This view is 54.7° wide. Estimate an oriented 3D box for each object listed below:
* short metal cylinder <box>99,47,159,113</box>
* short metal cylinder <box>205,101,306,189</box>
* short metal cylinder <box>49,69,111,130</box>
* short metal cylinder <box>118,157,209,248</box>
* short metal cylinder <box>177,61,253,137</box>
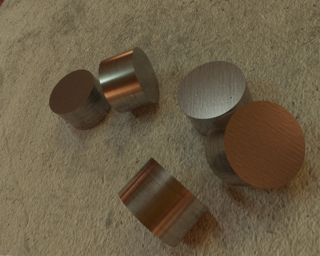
[{"bbox_3d":[-0.041,-0.065,0.430,0.050,0.080,0.080,-16,55,19],"label":"short metal cylinder"},{"bbox_3d":[0.090,0.018,0.303,0.081,0.050,0.080,2,81,-12],"label":"short metal cylinder"},{"bbox_3d":[-0.121,-0.043,0.478,0.080,0.050,0.080,-13,56,21],"label":"short metal cylinder"},{"bbox_3d":[0.004,0.075,0.321,0.050,0.080,0.080,-48,51,-5],"label":"short metal cylinder"},{"bbox_3d":[0.068,-0.033,0.372,0.080,0.050,0.080,-14,56,21],"label":"short metal cylinder"}]
